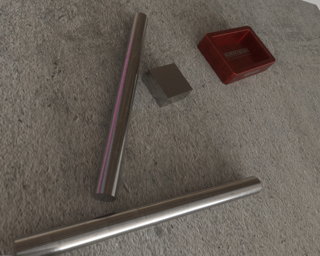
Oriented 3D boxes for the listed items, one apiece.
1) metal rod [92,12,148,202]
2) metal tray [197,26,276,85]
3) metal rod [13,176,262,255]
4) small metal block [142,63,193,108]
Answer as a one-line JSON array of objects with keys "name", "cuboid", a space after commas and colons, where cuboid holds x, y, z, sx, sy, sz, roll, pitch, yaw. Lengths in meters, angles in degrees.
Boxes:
[{"name": "metal rod", "cuboid": [-0.045, -0.050, 0.411, 0.025, 0.025, 0.300, 19, 54, -18]}, {"name": "metal tray", "cuboid": [0.141, -0.135, 0.561, 0.131, 0.030, 0.090, -23, 74, -36]}, {"name": "metal rod", "cuboid": [0.002, 0.094, 0.349, 0.303, 0.025, 0.025, -7, 65, -32]}, {"name": "small metal block", "cuboid": [0.011, -0.063, 0.450, 0.050, 0.025, 0.050, -23, 75, -37]}]
